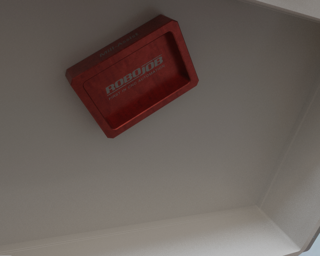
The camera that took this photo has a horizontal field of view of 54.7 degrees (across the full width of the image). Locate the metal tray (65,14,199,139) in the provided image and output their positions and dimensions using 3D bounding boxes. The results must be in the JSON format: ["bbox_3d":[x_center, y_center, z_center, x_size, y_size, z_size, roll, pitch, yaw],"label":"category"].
[{"bbox_3d":[-0.027,-0.057,0.356,0.131,0.030,0.090,-33,129,-7],"label":"metal tray"}]

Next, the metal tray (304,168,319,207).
[{"bbox_3d":[0.399,0.126,0.709,0.131,0.030,0.089,-7,122,-26],"label":"metal tray"}]
